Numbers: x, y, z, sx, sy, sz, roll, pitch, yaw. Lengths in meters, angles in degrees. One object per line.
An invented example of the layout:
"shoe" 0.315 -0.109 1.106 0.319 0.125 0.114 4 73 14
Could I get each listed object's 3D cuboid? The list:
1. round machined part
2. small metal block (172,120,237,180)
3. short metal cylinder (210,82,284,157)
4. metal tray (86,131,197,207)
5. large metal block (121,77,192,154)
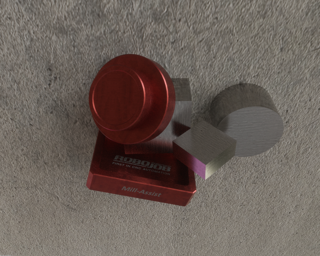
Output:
"round machined part" -0.037 -0.031 0.333 0.098 0.098 0.042 -30 169 22
"small metal block" 0.050 0.023 0.353 0.050 0.050 0.025 -33 139 -27
"short metal cylinder" 0.105 -0.010 0.386 0.081 0.050 0.079 0 130 0
"metal tray" -0.022 0.047 0.405 0.131 0.090 0.030 13 129 -11
"large metal block" -0.004 -0.014 0.381 0.080 0.050 0.079 -1 130 1
